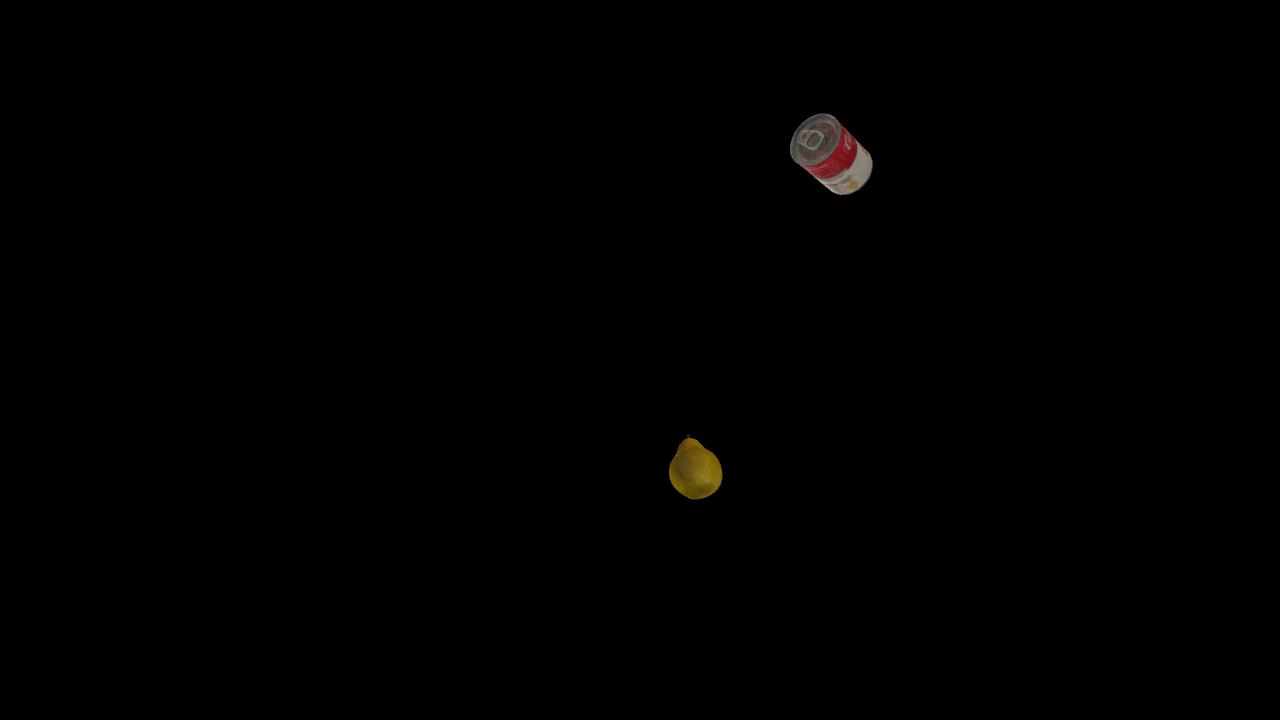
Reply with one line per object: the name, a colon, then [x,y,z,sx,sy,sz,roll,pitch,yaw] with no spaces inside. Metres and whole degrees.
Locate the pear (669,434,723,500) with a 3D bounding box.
pear: [0.078,0.145,0.906,0.080,0.111,0.080,-7,-41,-6]

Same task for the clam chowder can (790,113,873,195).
clam chowder can: [0.248,-0.262,0.792,0.068,0.068,0.102,0,-11,43]
